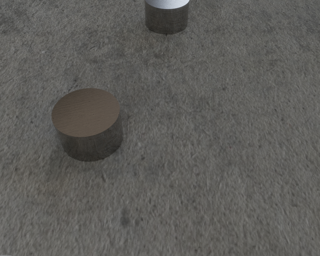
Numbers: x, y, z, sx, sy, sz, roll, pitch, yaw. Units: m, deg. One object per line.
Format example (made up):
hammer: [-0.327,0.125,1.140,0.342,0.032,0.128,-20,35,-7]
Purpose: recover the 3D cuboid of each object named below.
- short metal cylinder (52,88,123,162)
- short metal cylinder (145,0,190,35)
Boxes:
short metal cylinder: [-0.089,-0.005,0.390,0.081,0.050,0.080,0,50,0]
short metal cylinder: [0.013,-0.216,0.569,0.081,0.050,0.080,0,50,0]
